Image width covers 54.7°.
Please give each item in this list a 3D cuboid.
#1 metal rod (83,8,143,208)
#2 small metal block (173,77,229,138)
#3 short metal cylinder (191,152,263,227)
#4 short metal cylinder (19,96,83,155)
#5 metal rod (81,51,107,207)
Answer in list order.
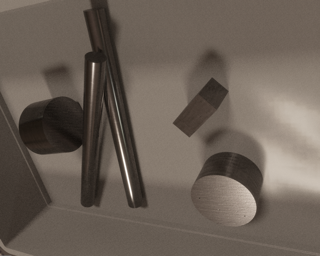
[{"bbox_3d":[-0.058,-0.009,0.432,0.025,0.025,0.298,6,121,25],"label":"metal rod"},{"bbox_3d":[0.047,-0.024,0.352,0.025,0.050,0.050,41,129,0],"label":"small metal block"},{"bbox_3d":[0.086,0.078,0.395,0.080,0.050,0.079,13,124,20],"label":"short metal cylinder"},{"bbox_3d":[-0.153,-0.002,0.450,0.050,0.080,0.080,-7,115,31],"label":"short metal cylinder"},{"bbox_3d":[-0.102,0.025,0.456,0.025,0.025,0.298,26,133,12],"label":"metal rod"}]
